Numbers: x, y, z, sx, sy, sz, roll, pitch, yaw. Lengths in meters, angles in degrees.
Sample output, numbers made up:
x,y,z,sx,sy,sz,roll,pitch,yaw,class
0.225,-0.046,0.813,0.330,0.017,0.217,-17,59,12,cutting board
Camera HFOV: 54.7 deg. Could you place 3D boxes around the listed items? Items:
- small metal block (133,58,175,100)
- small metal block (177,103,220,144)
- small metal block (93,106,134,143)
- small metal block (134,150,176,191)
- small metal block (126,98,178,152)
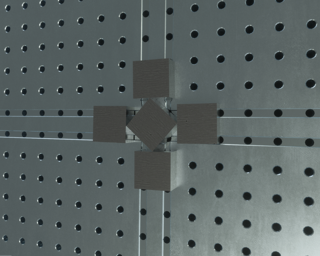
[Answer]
x,y,z,sx,sy,sz,roll,pitch,yaw,class
-0.008,-0.064,0.414,0.050,0.025,0.050,-1,90,19,small metal block
0.049,-0.005,0.394,0.050,0.025,0.050,0,90,19,small metal block
-0.065,-0.005,0.434,0.050,0.025,0.050,2,91,19,small metal block
-0.006,0.056,0.414,0.050,0.025,0.050,0,90,19,small metal block
-0.007,-0.005,0.414,0.050,0.025,0.050,44,103,14,small metal block
